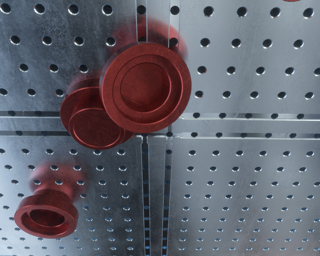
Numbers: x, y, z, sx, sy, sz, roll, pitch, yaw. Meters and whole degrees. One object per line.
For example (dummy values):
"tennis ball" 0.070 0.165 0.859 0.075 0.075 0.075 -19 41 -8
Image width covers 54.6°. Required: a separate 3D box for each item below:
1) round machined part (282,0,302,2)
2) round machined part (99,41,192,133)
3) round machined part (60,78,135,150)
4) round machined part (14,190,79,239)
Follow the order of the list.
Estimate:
"round machined part" 0.130 -0.148 0.249 0.099 0.042 0.098 -21 143 -16
"round machined part" -0.018 -0.047 0.345 0.099 0.042 0.097 -7 114 -17
"round machined part" -0.076 -0.010 0.391 0.099 0.042 0.097 0 130 0
"round machined part" -0.185 0.140 0.518 0.099 0.042 0.097 0 130 0
